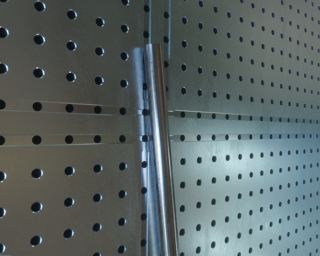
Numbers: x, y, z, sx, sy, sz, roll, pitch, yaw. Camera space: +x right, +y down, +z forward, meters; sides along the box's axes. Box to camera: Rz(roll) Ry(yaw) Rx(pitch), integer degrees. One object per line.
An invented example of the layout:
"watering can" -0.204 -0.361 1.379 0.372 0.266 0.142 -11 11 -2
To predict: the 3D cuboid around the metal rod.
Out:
"metal rod" 0.003 0.041 0.413 0.025 0.025 0.298 -8 96 -40
